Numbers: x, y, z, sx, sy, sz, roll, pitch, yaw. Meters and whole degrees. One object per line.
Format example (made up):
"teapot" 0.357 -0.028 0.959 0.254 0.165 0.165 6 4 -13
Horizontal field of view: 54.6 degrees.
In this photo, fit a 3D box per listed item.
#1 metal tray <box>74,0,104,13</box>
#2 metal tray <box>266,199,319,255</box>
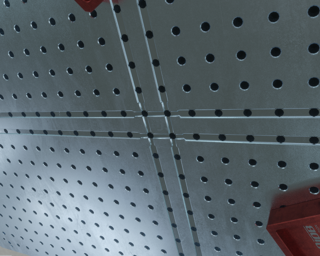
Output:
"metal tray" -0.089 -0.195 0.309 0.090 0.030 0.130 -26 123 37
"metal tray" 0.209 0.153 0.392 0.090 0.030 0.130 -29 103 37
